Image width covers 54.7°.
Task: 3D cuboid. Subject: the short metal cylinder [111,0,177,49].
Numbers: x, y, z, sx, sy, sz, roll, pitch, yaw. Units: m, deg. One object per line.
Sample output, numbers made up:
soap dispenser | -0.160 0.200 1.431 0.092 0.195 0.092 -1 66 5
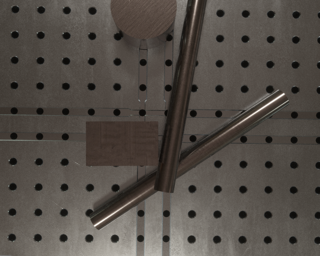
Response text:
short metal cylinder | -0.020 -0.148 0.401 0.081 0.050 0.079 0 90 -1

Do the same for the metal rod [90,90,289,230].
metal rod | 0.039 0.042 0.413 0.301 0.025 0.025 -33 90 -1

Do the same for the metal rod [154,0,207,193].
metal rod | 0.031 -0.068 0.400 0.025 0.025 0.298 10 84 -1

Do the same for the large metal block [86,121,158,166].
large metal block | -0.042 0.017 0.385 0.081 0.080 0.050 0 90 -1
